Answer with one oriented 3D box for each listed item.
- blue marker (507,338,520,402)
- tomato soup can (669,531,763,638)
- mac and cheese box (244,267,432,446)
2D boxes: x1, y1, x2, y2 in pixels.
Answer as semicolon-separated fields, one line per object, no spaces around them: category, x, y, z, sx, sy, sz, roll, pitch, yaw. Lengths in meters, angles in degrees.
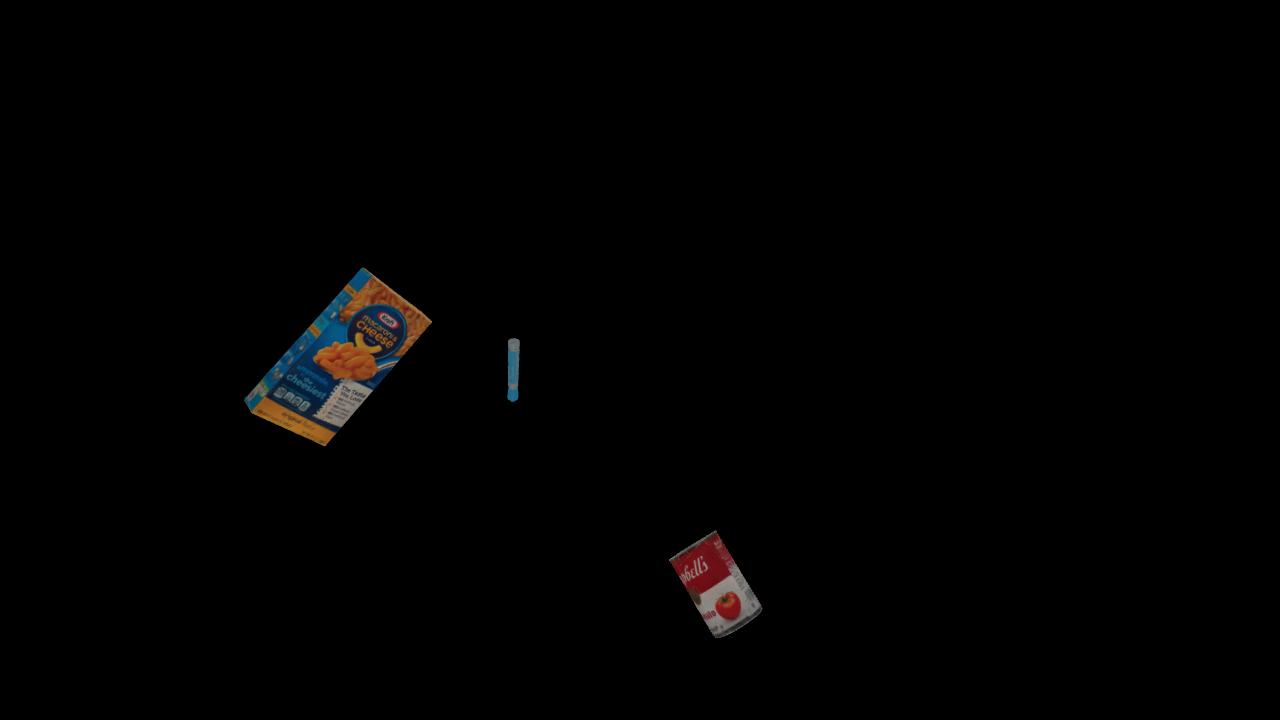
blue marker;-0.212;0.019;1.029;0.020;0.121;0.020;6;33;-4
tomato soup can;0.088;0.262;0.721;0.068;0.101;0.068;-30;-15;-9
mac and cheese box;-0.327;-0.002;0.678;0.041;0.184;0.093;30;-11;43
